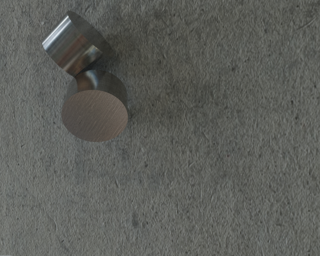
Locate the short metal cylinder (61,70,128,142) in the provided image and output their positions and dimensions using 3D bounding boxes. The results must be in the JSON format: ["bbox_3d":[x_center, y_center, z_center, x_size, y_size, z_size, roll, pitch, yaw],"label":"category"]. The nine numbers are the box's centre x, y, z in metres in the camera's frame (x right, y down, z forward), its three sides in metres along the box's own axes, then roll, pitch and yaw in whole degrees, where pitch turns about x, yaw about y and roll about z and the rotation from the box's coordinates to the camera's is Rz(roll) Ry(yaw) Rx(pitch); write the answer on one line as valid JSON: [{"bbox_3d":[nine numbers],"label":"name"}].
[{"bbox_3d":[-0.082,-0.028,0.402,0.081,0.050,0.079,-3,128,-4],"label":"short metal cylinder"}]

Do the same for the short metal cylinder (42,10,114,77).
[{"bbox_3d":[-0.109,-0.110,0.418,0.050,0.080,0.080,-41,77,15],"label":"short metal cylinder"}]
